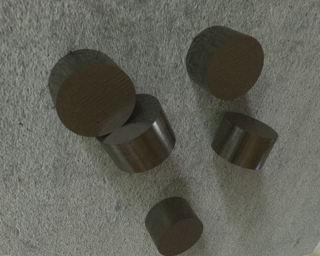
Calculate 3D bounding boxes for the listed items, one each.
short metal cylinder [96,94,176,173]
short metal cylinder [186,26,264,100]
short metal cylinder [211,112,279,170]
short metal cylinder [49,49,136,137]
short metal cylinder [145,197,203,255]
[{"bbox_3d":[-0.028,0.005,0.359,0.080,0.080,0.050,-33,129,-7],"label":"short metal cylinder"},{"bbox_3d":[0.080,-0.081,0.384,0.081,0.050,0.079,-14,124,-21],"label":"short metal cylinder"},{"bbox_3d":[0.121,0.017,0.447,0.081,0.080,0.050,6,116,-31],"label":"short metal cylinder"},{"bbox_3d":[-0.072,-0.037,0.328,0.081,0.050,0.079,-14,124,-21],"label":"short metal cylinder"},{"bbox_3d":[0.022,0.159,0.501,0.081,0.050,0.079,-14,124,-21],"label":"short metal cylinder"}]
